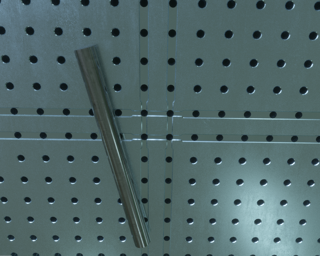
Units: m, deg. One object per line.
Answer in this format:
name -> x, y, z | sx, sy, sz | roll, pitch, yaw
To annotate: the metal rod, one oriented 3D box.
metal rod -> -0.060, 0.039, 0.427 | 0.025, 0.025, 0.298 | -12, 110, 4
